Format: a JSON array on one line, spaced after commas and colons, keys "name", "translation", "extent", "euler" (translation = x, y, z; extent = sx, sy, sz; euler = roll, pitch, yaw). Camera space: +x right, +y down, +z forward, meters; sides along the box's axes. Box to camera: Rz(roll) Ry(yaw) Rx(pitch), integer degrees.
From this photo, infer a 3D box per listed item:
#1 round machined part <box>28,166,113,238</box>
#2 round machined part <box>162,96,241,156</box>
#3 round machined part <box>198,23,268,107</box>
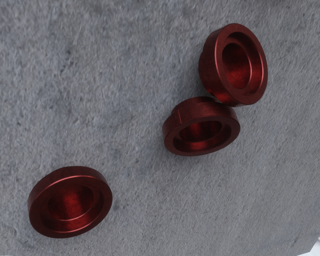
[{"name": "round machined part", "translation": [-0.113, 0.087, 0.389], "extent": [0.099, 0.042, 0.097], "euler": [-14, 125, -21]}, {"name": "round machined part", "translation": [0.051, -0.005, 0.405], "extent": [0.099, 0.042, 0.098], "euler": [-7, 147, -5]}, {"name": "round machined part", "translation": [0.085, -0.073, 0.379], "extent": [0.099, 0.042, 0.097], "euler": [5, 81, -38]}]
